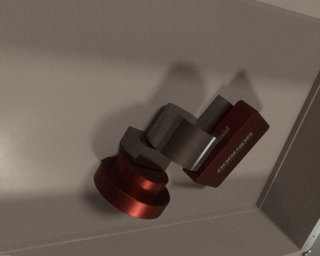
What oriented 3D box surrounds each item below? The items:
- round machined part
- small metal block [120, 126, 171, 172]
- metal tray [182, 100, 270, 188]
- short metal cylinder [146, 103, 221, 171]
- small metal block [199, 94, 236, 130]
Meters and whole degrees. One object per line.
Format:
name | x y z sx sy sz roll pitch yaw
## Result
round machined part | -0.029 0.064 0.387 0.099 0.098 0.042 21 107 -37
small metal block | -0.017 0.027 0.401 0.050 0.050 0.025 22 106 -37
metal tray | 0.101 0.029 0.463 0.130 0.030 0.090 -51 147 8
short metal cylinder | 0.030 0.010 0.398 0.080 0.080 0.050 25 105 -37
small metal block | 0.090 -0.013 0.452 0.050 0.025 0.050 33 100 -39
